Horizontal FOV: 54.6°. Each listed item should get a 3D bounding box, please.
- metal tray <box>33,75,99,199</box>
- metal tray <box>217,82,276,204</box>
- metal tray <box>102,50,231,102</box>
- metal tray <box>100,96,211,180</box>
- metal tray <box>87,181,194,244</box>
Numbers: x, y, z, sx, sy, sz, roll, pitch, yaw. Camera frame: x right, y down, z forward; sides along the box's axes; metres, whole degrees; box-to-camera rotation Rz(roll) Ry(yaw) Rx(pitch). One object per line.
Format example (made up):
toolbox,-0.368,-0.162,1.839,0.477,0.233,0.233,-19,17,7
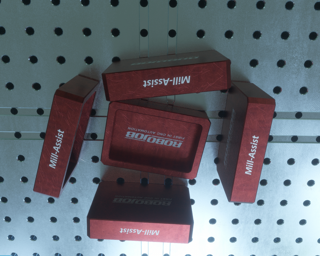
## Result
metal tray,-0.113,0.008,0.381,0.030,0.090,0.129,17,109,-6
metal tray,0.101,0.015,0.385,0.030,0.090,0.129,4,110,-2
metal tray,0.007,-0.062,0.355,0.131,0.090,0.030,-6,110,2
metal tray,-0.007,0.014,0.415,0.131,0.030,0.089,10,110,-4
metal tray,-0.024,0.111,0.419,0.131,0.090,0.030,4,110,-1
